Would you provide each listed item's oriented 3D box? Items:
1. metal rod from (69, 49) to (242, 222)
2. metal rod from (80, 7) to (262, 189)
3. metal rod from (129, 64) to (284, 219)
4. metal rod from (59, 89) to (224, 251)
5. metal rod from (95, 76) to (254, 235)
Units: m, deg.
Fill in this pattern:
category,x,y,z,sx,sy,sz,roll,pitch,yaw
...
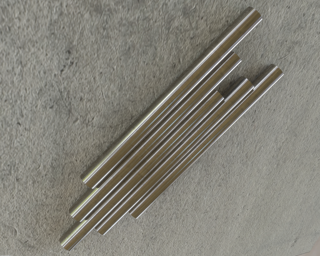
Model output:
category,x,y,z,sx,sy,sz,roll,pitch,yaw
metal rod,-0.008,0.012,0.413,0.300,0.025,0.025,-45,130,3
metal rod,0.012,-0.036,0.394,0.300,0.025,0.025,-45,130,3
metal rod,0.064,0.021,0.458,0.300,0.025,0.025,-45,130,3
metal rod,-0.027,0.058,0.431,0.300,0.025,0.025,-45,130,3
metal rod,0.018,0.041,0.445,0.300,0.025,0.025,-45,130,3
